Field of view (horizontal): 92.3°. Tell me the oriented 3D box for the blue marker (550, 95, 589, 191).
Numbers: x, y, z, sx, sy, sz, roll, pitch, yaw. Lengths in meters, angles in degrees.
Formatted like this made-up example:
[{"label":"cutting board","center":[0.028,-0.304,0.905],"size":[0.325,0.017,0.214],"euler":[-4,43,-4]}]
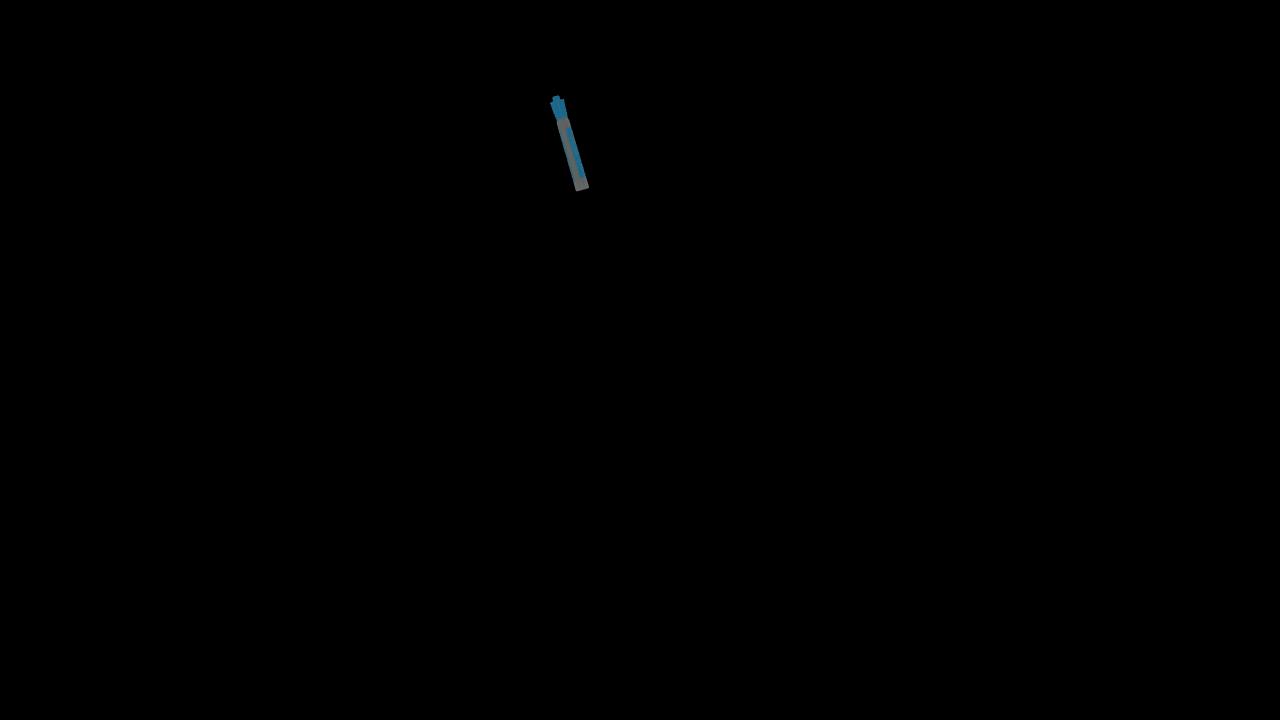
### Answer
[{"label":"blue marker","center":[-0.093,-0.285,0.813],"size":[0.020,0.121,0.020],"euler":[-14,19,5]}]
